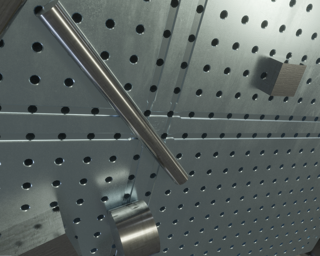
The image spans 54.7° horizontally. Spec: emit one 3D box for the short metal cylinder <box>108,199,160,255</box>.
[{"bbox_3d":[-0.039,0.149,0.447,0.050,0.080,0.079,-15,125,-20],"label":"short metal cylinder"}]

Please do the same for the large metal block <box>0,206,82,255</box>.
[{"bbox_3d":[-0.155,0.163,0.411,0.081,0.050,0.080,-23,127,-15],"label":"large metal block"}]

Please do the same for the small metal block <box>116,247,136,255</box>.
[{"bbox_3d":[-0.059,0.235,0.508,0.050,0.050,0.025,-39,129,-2],"label":"small metal block"}]

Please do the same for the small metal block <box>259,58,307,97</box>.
[{"bbox_3d":[0.184,-0.075,0.465,0.050,0.025,0.050,-1,119,-28],"label":"small metal block"}]

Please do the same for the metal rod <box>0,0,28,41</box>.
[{"bbox_3d":[-0.176,-0.056,0.279,0.025,0.025,0.299,32,101,-38],"label":"metal rod"}]

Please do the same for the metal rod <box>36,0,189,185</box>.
[{"bbox_3d":[-0.036,-0.017,0.380,0.025,0.025,0.300,-38,129,-3],"label":"metal rod"}]
